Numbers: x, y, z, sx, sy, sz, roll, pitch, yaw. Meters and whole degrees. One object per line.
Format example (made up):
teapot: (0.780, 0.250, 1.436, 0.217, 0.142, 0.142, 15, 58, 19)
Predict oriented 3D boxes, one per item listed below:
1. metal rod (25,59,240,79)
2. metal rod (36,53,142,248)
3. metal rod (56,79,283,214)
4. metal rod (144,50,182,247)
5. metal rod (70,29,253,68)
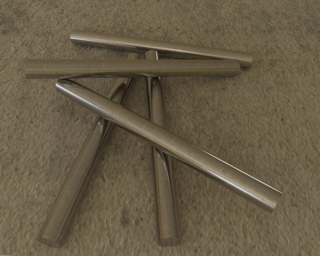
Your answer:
metal rod: (-0.024, -0.083, 0.433, 0.303, 0.025, 0.025, -4, 49, -20)
metal rod: (-0.076, 0.002, 0.400, 0.025, 0.025, 0.300, 11, 51, 8)
metal rod: (-0.007, 0.008, 0.362, 0.300, 0.025, 0.025, 28, 55, 21)
metal rod: (-0.002, -0.001, 0.403, 0.025, 0.025, 0.300, -3, 50, -3)
metal rod: (-0.001, -0.133, 0.514, 0.302, 0.025, 0.025, 10, 51, 7)
